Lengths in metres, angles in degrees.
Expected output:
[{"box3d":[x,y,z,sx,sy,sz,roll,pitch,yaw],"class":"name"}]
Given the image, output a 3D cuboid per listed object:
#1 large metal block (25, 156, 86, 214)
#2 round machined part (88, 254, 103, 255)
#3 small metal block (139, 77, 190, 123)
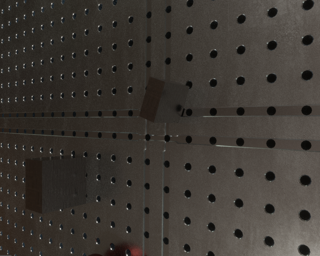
[{"box3d":[-0.170,0.089,0.511,0.050,0.081,0.079,0,90,40],"class":"large metal block"},{"box3d":[-0.089,0.240,0.469,0.098,0.042,0.097,0,90,39],"class":"round machined part"},{"box3d":[0.006,-0.034,0.386,0.025,0.050,0.050,25,106,37],"class":"small metal block"}]
